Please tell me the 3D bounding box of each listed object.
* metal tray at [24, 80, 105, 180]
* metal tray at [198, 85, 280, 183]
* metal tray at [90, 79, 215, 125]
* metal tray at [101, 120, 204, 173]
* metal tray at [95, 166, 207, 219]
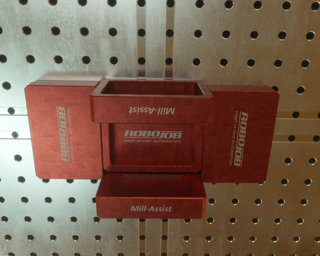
[{"bbox_3d":[-0.121,0.004,0.410,0.091,0.030,0.129,1,110,-1],"label":"metal tray"},{"bbox_3d":[0.101,0.010,0.414,0.091,0.030,0.129,1,110,-2],"label":"metal tray"},{"bbox_3d":[-0.008,-0.034,0.366,0.131,0.090,0.030,1,110,-1],"label":"metal tray"},{"bbox_3d":[-0.010,0.013,0.413,0.131,0.030,0.089,1,110,-1],"label":"metal tray"},{"bbox_3d":[-0.011,0.079,0.406,0.131,0.090,0.030,1,110,-1],"label":"metal tray"}]
